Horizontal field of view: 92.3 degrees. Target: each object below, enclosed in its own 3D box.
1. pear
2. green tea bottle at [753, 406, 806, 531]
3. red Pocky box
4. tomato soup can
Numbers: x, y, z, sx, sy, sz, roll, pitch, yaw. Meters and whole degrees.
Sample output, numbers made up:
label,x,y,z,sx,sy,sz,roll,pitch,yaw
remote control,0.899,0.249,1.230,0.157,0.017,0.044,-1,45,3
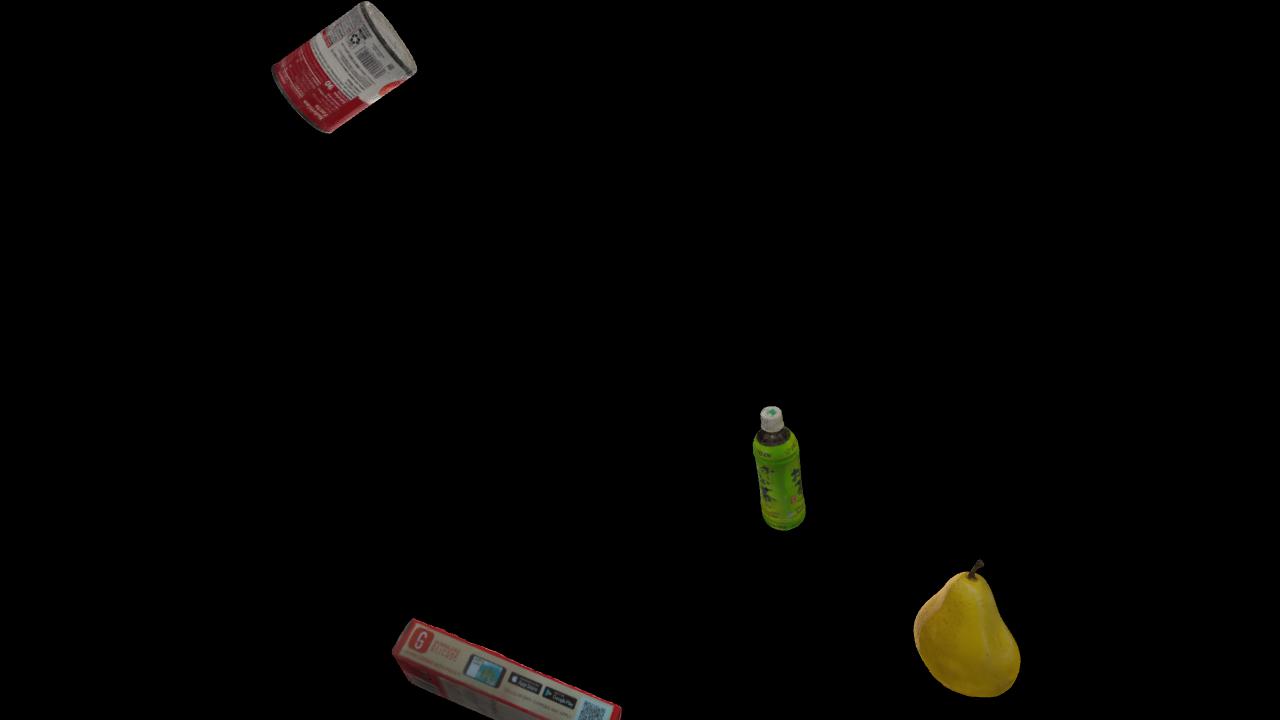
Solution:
label,x,y,z,sx,sy,sz,roll,pitch,yaw
pear,0.258,0.204,0.490,0.080,0.111,0.080,-6,7,1
green tea bottle,0.208,0.161,0.931,0.073,0.212,0.073,-12,30,7
red Pocky box,-0.090,0.231,0.425,0.155,0.028,0.083,20,-41,6
tomato soup can,-0.259,-0.258,0.544,0.101,0.068,0.068,-30,-5,9
